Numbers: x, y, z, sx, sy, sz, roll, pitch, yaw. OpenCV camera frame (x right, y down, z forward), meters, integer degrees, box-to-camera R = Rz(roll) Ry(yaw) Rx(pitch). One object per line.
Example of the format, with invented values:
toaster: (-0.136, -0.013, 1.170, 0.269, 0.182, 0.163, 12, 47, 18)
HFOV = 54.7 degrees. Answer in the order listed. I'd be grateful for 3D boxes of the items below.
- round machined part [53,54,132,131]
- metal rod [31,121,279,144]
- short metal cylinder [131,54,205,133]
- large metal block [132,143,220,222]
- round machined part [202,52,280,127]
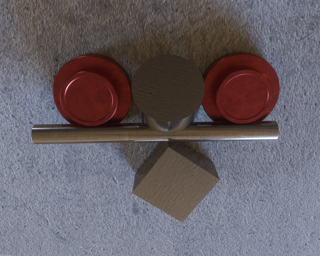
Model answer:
round machined part: (-0.084, -0.040, 0.385, 0.099, 0.042, 0.097, 0, 110, 0)
metal rod: (-0.006, 0.006, 0.390, 0.302, 0.025, 0.025, -1, 110, 0)
short metal cylinder: (0.009, -0.038, 0.364, 0.080, 0.050, 0.080, 0, 75, 0)
large metal block: (0.020, 0.066, 0.420, 0.080, 0.050, 0.080, 34, 107, -12)
round machined part: (0.101, -0.043, 0.387, 0.099, 0.042, 0.097, 0, 110, 0)
